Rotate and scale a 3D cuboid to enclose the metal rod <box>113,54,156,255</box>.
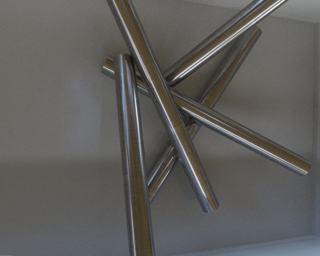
[{"bbox_3d":[-0.025,0.060,0.320,0.025,0.025,0.299,0,71,-20],"label":"metal rod"}]

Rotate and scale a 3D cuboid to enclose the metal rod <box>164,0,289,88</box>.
[{"bbox_3d":[0.119,-0.142,0.366,0.300,0.025,0.025,-36,105,19],"label":"metal rod"}]

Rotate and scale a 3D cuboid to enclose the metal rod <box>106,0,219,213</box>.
[{"bbox_3d":[0.010,-0.021,0.378,0.025,0.025,0.299,-31,109,-18],"label":"metal rod"}]

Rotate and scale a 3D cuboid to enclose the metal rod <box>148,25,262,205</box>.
[{"bbox_3d":[0.058,-0.025,0.433,0.025,0.025,0.300,38,78,-17],"label":"metal rod"}]

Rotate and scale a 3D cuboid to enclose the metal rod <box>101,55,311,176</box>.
[{"bbox_3d":[0.066,-0.013,0.406,0.301,0.025,0.025,27,81,-7],"label":"metal rod"}]
